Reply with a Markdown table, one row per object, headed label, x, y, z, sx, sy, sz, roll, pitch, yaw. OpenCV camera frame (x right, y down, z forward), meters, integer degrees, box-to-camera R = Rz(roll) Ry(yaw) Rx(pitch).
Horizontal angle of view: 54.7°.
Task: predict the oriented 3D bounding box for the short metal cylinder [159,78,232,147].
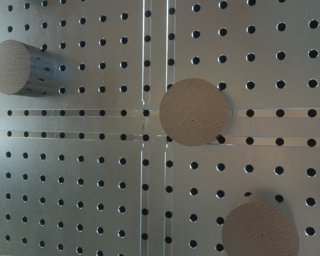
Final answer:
| label | x | y | z | sx | sy | sz | roll | pitch | yaw |
| --- | --- | --- | --- | --- | --- | --- | --- | --- | --- |
| short metal cylinder | 0.046 | -0.018 | 0.383 | 0.080 | 0.050 | 0.079 | 0 | 90 | 20 |

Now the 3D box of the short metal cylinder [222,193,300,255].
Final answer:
| label | x | y | z | sx | sy | sz | roll | pitch | yaw |
| --- | --- | --- | --- | --- | --- | --- | --- | --- | --- |
| short metal cylinder | 0.116 | 0.120 | 0.358 | 0.080 | 0.050 | 0.079 | 0 | 90 | 20 |

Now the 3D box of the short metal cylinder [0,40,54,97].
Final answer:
| label | x | y | z | sx | sy | sz | roll | pitch | yaw |
| --- | --- | --- | --- | --- | --- | --- | --- | --- | --- |
| short metal cylinder | -0.212 | -0.089 | 0.474 | 0.080 | 0.050 | 0.079 | 0 | 90 | 20 |
